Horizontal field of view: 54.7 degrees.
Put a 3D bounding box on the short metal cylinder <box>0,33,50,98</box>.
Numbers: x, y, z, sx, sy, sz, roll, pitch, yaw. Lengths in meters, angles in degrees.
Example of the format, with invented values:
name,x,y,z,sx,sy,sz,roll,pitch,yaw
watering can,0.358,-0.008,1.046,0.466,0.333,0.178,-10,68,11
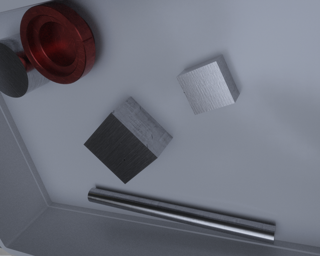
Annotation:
name,x,y,z,sx,sy,sz,roll,pitch,yaw
short metal cylinder,-0.201,-0.090,0.440,0.080,0.050,0.079,13,124,20

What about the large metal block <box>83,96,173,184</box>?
name,x,y,z,sx,sy,sz,roll,pitch,yaw
large metal block,-0.044,0.018,0.425,0.080,0.050,0.080,45,129,-3

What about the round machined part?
name,x,y,z,sx,sy,sz,roll,pitch,yaw
round machined part,-0.123,-0.109,0.392,0.098,0.042,0.097,13,126,20

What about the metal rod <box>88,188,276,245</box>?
name,x,y,z,sx,sy,sz,roll,pitch,yaw
metal rod,0.018,0.130,0.478,0.301,0.025,0.025,6,121,24

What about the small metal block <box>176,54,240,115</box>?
name,x,y,z,sx,sy,sz,roll,pitch,yaw
small metal block,0.055,-0.048,0.350,0.050,0.025,0.050,-17,110,34
